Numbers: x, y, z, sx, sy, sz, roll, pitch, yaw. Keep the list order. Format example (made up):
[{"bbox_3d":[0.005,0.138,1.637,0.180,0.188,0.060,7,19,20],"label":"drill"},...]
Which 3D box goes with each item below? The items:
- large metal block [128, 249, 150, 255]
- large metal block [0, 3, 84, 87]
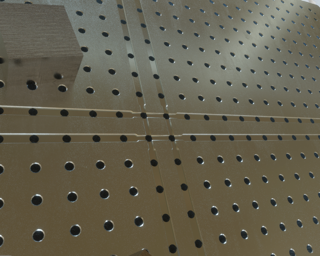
[{"bbox_3d":[-0.016,0.172,0.278,0.080,0.050,0.080,42,51,1],"label":"large metal block"},{"bbox_3d":[-0.149,-0.101,0.373,0.081,0.050,0.080,-12,68,-33],"label":"large metal block"}]
